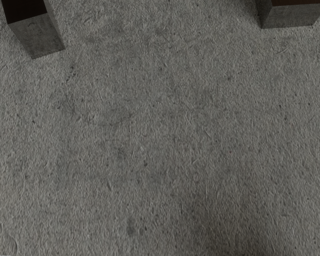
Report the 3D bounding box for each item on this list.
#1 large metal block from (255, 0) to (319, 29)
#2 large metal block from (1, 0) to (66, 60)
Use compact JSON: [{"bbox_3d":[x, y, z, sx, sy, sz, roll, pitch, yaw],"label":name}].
[{"bbox_3d":[0.194,-0.201,0.470,0.081,0.050,0.080,-4,70,-2],"label":"large metal block"},{"bbox_3d":[-0.179,-0.158,0.435,0.050,0.080,0.080,-20,71,-7],"label":"large metal block"}]
